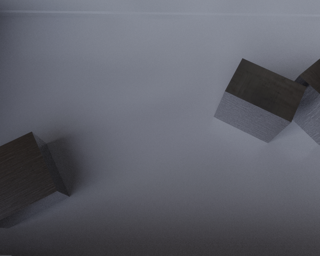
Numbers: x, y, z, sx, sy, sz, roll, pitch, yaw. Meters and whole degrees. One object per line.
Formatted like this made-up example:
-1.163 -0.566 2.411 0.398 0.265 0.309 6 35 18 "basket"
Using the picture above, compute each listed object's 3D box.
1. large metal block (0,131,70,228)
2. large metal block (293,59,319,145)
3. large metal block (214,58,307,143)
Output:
-0.168 0.063 0.372 0.080 0.050 0.080 -27 72 -10 "large metal block"
0.208 -0.034 0.394 0.050 0.080 0.080 -38 75 -12 "large metal block"
0.122 -0.031 0.393 0.080 0.080 0.050 27 73 9 "large metal block"
